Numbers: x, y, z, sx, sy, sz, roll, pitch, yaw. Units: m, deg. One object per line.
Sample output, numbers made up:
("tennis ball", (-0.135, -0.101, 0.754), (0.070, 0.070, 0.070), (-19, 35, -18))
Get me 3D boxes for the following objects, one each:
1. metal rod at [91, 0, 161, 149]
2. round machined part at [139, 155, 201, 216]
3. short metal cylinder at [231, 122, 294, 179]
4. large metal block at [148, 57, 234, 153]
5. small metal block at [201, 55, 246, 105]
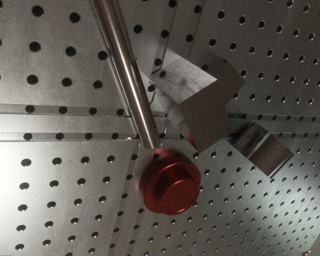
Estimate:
("metal rod", (-0.045, -0.095, 0.329), (0.025, 0.025, 0.298), (-26, 128, -13))
("round machined part", (0.021, 0.094, 0.472), (0.099, 0.042, 0.097), (-14, 125, -21))
("short metal cylinder", (0.160, 0.035, 0.487), (0.050, 0.080, 0.080), (-49, 129, 6))
("large metal block", (0.037, -0.029, 0.379), (0.050, 0.080, 0.080), (-33, 129, -7))
("small metal block", (0.080, -0.061, 0.419), (0.050, 0.025, 0.050), (-49, 129, 6))
